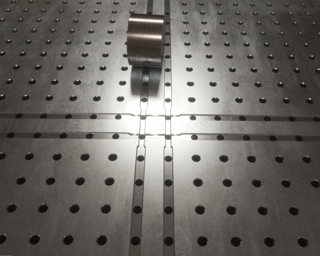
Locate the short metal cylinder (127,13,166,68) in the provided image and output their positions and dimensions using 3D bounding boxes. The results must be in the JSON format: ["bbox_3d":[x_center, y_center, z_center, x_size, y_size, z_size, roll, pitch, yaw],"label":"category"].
[{"bbox_3d":[-0.020,-0.137,0.487,0.050,0.080,0.080,5,50,4],"label":"short metal cylinder"}]
